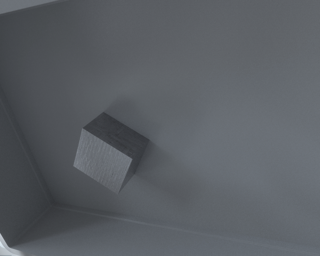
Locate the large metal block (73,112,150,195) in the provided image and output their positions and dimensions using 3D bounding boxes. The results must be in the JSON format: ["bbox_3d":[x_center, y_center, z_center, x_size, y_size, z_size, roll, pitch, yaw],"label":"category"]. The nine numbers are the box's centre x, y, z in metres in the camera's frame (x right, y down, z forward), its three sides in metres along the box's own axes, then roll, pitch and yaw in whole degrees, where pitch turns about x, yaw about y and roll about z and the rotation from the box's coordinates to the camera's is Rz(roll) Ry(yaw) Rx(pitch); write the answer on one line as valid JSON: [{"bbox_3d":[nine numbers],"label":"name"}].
[{"bbox_3d":[-0.072,0.037,0.454,0.080,0.050,0.080,31,128,8],"label":"large metal block"}]
